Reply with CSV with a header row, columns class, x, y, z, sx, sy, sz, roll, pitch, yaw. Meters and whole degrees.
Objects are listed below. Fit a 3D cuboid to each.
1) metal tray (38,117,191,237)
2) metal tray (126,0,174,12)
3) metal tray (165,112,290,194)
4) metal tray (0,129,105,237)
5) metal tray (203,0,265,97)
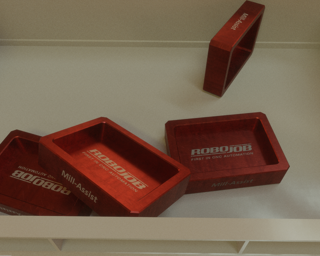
class,x,y,z,sx,sy,sz,roll,pitch,yaw
metal tray,-0.046,0.039,0.313,0.130,0.030,0.091,30,33,26
metal tray,-0.034,-0.297,0.654,0.091,0.030,0.130,-15,52,-12
metal tray,0.076,0.028,0.378,0.131,0.030,0.090,-6,50,-5
metal tray,-0.133,0.058,0.352,0.131,0.030,0.090,14,51,11
metal tray,0.111,-0.119,0.463,0.030,0.090,0.130,26,55,20
